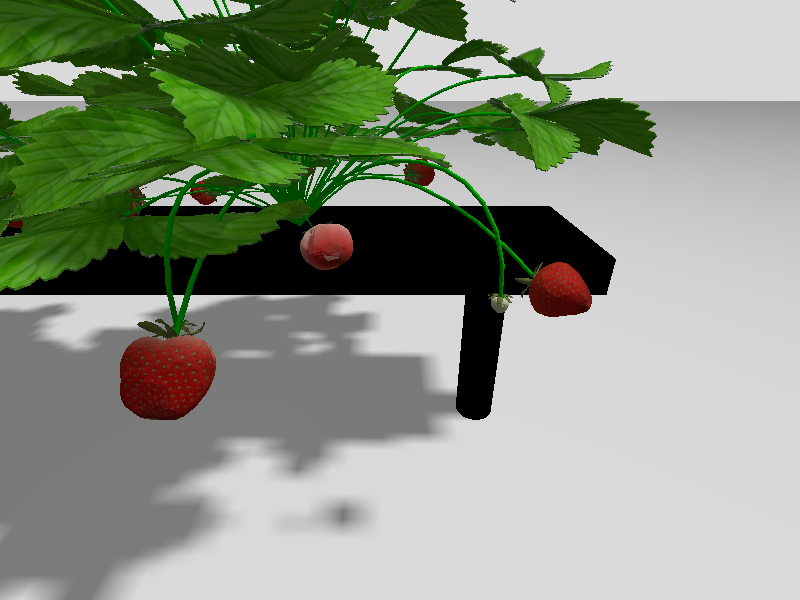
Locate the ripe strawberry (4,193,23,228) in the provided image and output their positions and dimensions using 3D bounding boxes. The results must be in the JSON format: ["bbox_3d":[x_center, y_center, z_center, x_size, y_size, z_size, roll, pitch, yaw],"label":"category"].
[{"bbox_3d":[-0.325,-0.080,0.345,0.037,0.036,0.040,1,28,1],"label":"ripe strawberry"}]

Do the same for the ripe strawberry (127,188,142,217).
[{"bbox_3d":[-0.262,-0.094,0.372,0.036,0.036,0.040,3,28,7],"label":"ripe strawberry"}]

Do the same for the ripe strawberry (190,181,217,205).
[{"bbox_3d":[-0.205,-0.112,0.418,0.025,0.024,0.027,16,32,28],"label":"ripe strawberry"}]

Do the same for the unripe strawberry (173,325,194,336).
[{"bbox_3d":[-0.093,0.016,0.171,0.011,0.010,0.010,0,28,1],"label":"unripe strawberry"}]

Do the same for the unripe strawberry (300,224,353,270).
[{"bbox_3d":[-0.047,-0.034,0.263,0.035,0.032,0.032,-11,31,-20],"label":"unripe strawberry"}]

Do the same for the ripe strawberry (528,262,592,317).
[{"bbox_3d":[0.086,-0.004,0.213,0.031,0.030,0.028,29,39,33],"label":"ripe strawberry"}]

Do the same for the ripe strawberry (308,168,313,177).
[{"bbox_3d":[-0.130,-0.176,0.538,0.027,0.024,0.024,-5,14,-10],"label":"ripe strawberry"}]

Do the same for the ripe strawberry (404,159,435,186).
[{"bbox_3d":[0.026,-0.157,0.491,0.038,0.033,0.038,19,33,32],"label":"ripe strawberry"}]

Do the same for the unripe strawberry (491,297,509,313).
[{"bbox_3d":[0.051,0.002,0.203,0.009,0.010,0.010,-21,35,-34],"label":"unripe strawberry"}]

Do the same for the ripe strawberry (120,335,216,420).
[{"bbox_3d":[-0.087,0.029,0.149,0.034,0.031,0.030,0,-25,-1],"label":"ripe strawberry"}]
